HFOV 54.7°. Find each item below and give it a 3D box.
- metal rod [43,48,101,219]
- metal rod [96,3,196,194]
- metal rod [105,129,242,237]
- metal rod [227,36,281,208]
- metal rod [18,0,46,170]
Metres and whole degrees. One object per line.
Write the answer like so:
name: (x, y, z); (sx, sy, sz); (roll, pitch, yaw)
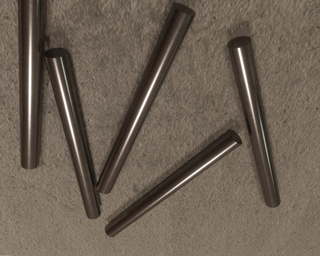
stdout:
metal rod: (-0.113, 0.032, 0.432); (0.025, 0.025, 0.298); (0, 130, 0)
metal rod: (-0.032, -0.012, 0.396); (0.025, 0.025, 0.298); (17, 128, -14)
metal rod: (0.006, 0.100, 0.492); (0.025, 0.025, 0.299); (33, 123, -25)
metal rod: (0.135, 0.015, 0.421); (0.025, 0.025, 0.299); (-16, 129, 12)
metal rod: (-0.148, -0.059, 0.354); (0.025, 0.025, 0.298); (12, 129, -10)
